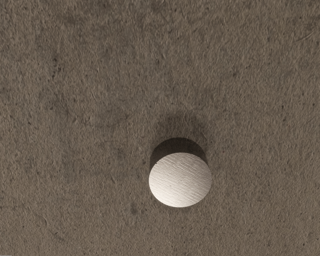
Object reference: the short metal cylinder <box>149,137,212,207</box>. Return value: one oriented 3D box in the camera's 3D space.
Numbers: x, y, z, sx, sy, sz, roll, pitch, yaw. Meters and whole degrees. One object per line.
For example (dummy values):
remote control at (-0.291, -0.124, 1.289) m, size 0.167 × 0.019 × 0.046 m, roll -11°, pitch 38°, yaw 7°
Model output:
short metal cylinder at (0.026, 0.059, 0.419) m, size 0.081 × 0.050 × 0.079 m, roll 0°, pitch 110°, yaw -1°
